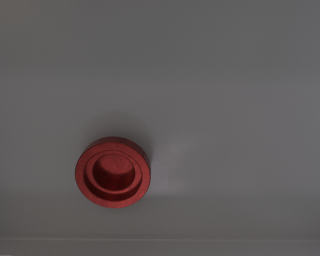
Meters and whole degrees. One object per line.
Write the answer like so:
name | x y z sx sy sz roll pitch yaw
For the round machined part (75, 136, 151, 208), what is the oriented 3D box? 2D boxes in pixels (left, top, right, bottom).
round machined part | -0.061 0.056 0.422 0.099 0.042 0.097 0 110 0
